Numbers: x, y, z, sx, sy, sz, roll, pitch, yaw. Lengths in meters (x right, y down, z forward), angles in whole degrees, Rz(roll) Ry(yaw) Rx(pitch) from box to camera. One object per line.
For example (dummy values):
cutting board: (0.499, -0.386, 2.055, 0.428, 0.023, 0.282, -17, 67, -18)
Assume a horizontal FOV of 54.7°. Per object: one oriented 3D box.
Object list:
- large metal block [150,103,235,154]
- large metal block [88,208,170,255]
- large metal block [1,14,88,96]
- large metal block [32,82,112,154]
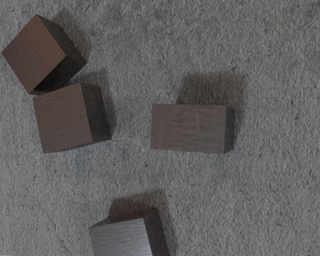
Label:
large metal block: (0.042, 0.000, 0.365, 0.080, 0.080, 0.050, 3, 91, 20)
large metal block: (-0.038, 0.158, 0.409, 0.080, 0.050, 0.080, -16, 85, 19)
large metal block: (-0.170, -0.103, 0.456, 0.080, 0.050, 0.080, -40, 78, 15)
large metal block: (-0.124, -0.013, 0.439, 0.080, 0.050, 0.080, -14, 85, 19)
